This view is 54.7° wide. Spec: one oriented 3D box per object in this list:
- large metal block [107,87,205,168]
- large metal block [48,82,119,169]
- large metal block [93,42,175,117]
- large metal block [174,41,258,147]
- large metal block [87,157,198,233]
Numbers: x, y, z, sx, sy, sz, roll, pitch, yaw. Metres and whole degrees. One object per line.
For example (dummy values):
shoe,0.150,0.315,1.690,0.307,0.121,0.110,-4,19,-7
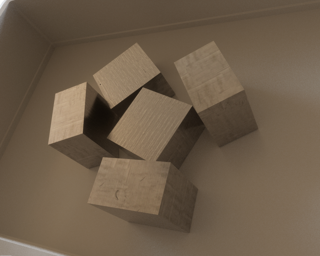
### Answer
large metal block,-0.004,0.005,0.386,0.080,0.050,0.080,25,75,36
large metal block,-0.099,-0.001,0.420,0.050,0.080,0.080,-17,55,18
large metal block,-0.038,-0.063,0.444,0.080,0.050,0.080,-36,51,4
large metal block,0.065,-0.037,0.356,0.050,0.080,0.080,-27,53,11
large metal block,-0.015,0.072,0.332,0.080,0.080,0.050,1,62,28
